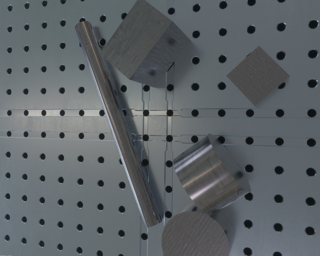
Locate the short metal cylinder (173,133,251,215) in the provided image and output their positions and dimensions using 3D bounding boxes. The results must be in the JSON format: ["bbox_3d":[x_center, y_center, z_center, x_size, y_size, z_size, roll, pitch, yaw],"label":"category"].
[{"bbox_3d":[0.061,0.053,0.362,0.050,0.080,0.080,-38,78,16],"label":"short metal cylinder"}]

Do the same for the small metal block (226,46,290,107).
[{"bbox_3d":[0.117,-0.061,0.371,0.050,0.025,0.050,-43,77,15],"label":"small metal block"}]

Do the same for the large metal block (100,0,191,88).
[{"bbox_3d":[-0.015,-0.102,0.389,0.050,0.080,0.080,42,103,15],"label":"large metal block"}]

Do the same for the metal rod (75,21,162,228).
[{"bbox_3d":[-0.060,-0.010,0.433,0.025,0.025,0.299,-23,83,18],"label":"metal rod"}]

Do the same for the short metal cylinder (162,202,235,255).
[{"bbox_3d":[0.048,0.136,0.382,0.080,0.050,0.079,0,90,20],"label":"short metal cylinder"}]
